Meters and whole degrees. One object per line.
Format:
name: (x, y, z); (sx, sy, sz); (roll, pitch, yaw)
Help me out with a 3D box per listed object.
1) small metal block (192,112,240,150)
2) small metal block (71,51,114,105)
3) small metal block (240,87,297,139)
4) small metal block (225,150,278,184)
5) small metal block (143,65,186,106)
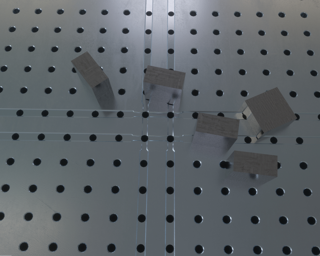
small metal block: (0.070, 0.005, 0.397); (0.050, 0.050, 0.025); (10, 71, 4)
small metal block: (-0.091, -0.067, 0.423); (0.025, 0.050, 0.050); (-36, 74, -12)
small metal block: (0.146, -0.020, 0.420); (0.050, 0.025, 0.050); (-23, 72, -8)
small metal block: (0.110, 0.049, 0.381); (0.050, 0.050, 0.025); (7, 70, 2)
small metal block: (0.006, -0.056, 0.419); (0.050, 0.050, 0.025); (12, 71, 4)
